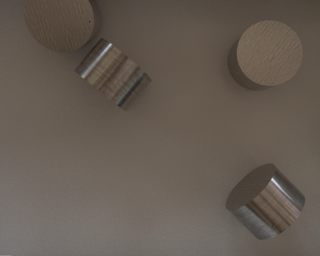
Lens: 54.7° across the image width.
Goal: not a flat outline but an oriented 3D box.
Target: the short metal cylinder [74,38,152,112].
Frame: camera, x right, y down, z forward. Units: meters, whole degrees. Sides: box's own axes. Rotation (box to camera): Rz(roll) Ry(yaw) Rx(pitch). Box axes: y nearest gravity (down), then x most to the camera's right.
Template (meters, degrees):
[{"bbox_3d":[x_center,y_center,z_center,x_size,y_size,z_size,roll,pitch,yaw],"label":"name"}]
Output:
[{"bbox_3d":[-0.057,-0.065,0.383,0.080,0.080,0.050,39,90,-1],"label":"short metal cylinder"}]

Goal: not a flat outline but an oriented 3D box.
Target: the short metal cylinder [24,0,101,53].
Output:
[{"bbox_3d":[-0.118,-0.138,0.385,0.081,0.050,0.079,-1,112,-1],"label":"short metal cylinder"}]

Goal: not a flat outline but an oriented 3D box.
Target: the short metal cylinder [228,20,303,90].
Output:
[{"bbox_3d":[0.133,-0.091,0.401,0.081,0.050,0.079,0,90,-1],"label":"short metal cylinder"}]

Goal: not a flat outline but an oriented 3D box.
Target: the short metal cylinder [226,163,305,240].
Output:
[{"bbox_3d":[0.129,0.090,0.386,0.080,0.080,0.050,-44,90,0],"label":"short metal cylinder"}]
